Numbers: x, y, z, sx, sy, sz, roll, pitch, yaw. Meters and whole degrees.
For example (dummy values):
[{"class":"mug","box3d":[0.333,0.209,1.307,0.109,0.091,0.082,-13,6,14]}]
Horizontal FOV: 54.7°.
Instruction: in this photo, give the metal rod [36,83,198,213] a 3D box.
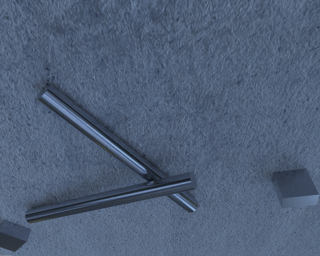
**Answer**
[{"class":"metal rod","box3d":[-0.042,0.044,0.443,0.025,0.025,0.300,-33,124,24]}]

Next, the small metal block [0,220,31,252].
[{"class":"small metal block","box3d":[-0.278,0.201,0.574,0.050,0.025,0.050,33,122,-26]}]

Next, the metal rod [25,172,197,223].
[{"class":"metal rod","box3d":[-0.088,0.112,0.479,0.300,0.025,0.025,-17,129,21]}]

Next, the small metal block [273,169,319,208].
[{"class":"small metal block","box3d":[0.205,0.092,0.472,0.050,0.050,0.025,-7,130,6]}]
